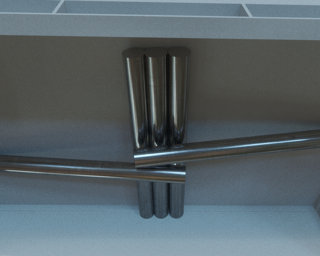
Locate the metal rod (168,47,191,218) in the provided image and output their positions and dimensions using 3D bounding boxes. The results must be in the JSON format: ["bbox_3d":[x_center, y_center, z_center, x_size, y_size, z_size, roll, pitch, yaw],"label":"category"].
[{"bbox_3d":[0.025,0.030,0.434,0.025,0.025,0.298,-1,130,0],"label":"metal rod"}]

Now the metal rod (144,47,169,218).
[{"bbox_3d":[-0.001,0.031,0.434,0.025,0.025,0.298,-1,130,0],"label":"metal rod"}]

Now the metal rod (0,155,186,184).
[{"bbox_3d":[-0.116,0.056,0.432,0.302,0.025,0.025,3,130,5],"label":"metal rod"}]

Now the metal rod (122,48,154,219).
[{"bbox_3d":[-0.026,0.031,0.434,0.025,0.025,0.298,-1,130,0],"label":"metal rod"}]

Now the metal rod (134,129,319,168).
[{"bbox_3d":[0.117,0.024,0.407,0.302,0.025,0.025,-6,130,-4],"label":"metal rod"}]
